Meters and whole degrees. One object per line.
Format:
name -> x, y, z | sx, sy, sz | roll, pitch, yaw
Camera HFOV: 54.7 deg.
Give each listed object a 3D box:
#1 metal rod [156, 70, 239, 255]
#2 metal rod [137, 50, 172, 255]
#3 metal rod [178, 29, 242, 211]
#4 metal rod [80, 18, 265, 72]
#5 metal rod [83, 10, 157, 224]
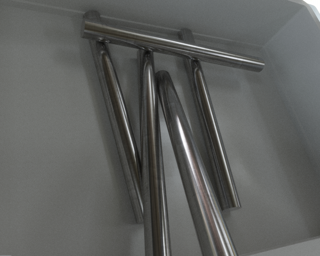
metal rod -> 0.024, 0.012, 0.336 | 0.025, 0.025, 0.300 | 16, 31, -20
metal rod -> -0.011, 0.008, 0.373 | 0.025, 0.025, 0.300 | 13, 49, -22
metal rod -> 0.067, -0.028, 0.460 | 0.025, 0.025, 0.299 | 4, 60, -27
metal rod -> 0.036, -0.118, 0.465 | 0.303, 0.025, 0.025 | 4, 60, -27
metal rod -> -0.057, -0.030, 0.394 | 0.025, 0.025, 0.299 | -4, 64, -31
